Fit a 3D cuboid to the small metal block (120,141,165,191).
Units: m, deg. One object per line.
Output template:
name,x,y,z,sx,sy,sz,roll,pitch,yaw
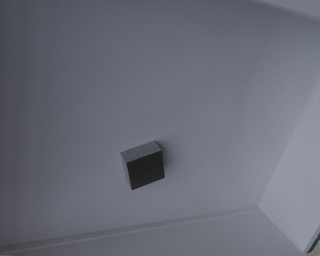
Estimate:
small metal block,-0.023,0.052,0.427,0.050,0.025,0.050,-19,126,-18
